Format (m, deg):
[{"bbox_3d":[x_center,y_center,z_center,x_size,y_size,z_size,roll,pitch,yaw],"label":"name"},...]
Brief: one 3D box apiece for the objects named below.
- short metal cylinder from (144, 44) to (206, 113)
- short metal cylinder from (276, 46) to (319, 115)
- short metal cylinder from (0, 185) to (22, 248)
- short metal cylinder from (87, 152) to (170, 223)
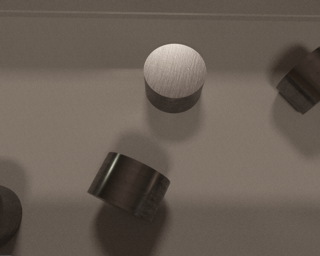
[{"bbox_3d":[0.019,-0.066,0.421,0.081,0.050,0.080,0,70,0],"label":"short metal cylinder"},{"bbox_3d":[0.202,-0.062,0.406,0.080,0.080,0.050,-35,74,-12],"label":"short metal cylinder"},{"bbox_3d":[-0.210,0.102,0.357,0.081,0.050,0.080,0,70,0],"label":"short metal cylinder"},{"bbox_3d":[-0.035,0.069,0.355,0.080,0.080,0.050,24,72,8],"label":"short metal cylinder"}]
